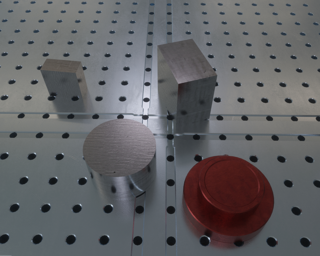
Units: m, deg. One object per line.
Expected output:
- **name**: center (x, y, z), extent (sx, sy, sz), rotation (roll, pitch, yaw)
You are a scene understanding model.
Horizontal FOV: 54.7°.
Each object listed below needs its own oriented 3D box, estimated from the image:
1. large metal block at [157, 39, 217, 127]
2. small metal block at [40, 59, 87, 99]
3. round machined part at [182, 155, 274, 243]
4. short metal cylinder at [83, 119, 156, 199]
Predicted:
- **large metal block**: center (0.033, -0.062, 0.424), extent (0.050, 0.080, 0.080), rotation (-14, 52, -12)
- **small metal block**: center (-0.138, -0.071, 0.450), extent (0.050, 0.050, 0.025), rotation (6, 51, 5)
- **round machined part**: center (0.075, 0.069, 0.339), extent (0.099, 0.042, 0.098), rotation (0, 50, 0)
- **short metal cylinder**: center (-0.045, 0.035, 0.361), extent (0.081, 0.050, 0.080), rotation (0, 50, 0)
